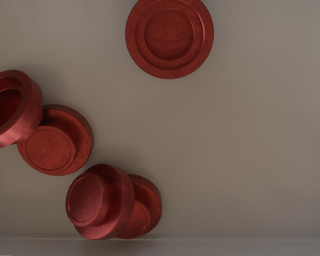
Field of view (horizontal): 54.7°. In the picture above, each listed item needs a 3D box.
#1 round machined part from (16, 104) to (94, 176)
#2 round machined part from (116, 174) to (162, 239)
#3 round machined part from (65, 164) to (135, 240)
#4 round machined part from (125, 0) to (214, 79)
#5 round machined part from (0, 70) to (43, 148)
[{"bbox_3d":[-0.141,0.021,0.409,0.099,0.042,0.097,0,110,0],"label":"round machined part"},{"bbox_3d":[-0.046,0.119,0.446,0.099,0.042,0.097,0,110,0],"label":"round machined part"},{"bbox_3d":[-0.084,0.095,0.405,0.098,0.098,0.042,-44,144,14],"label":"round machined part"},{"bbox_3d":[0.011,-0.109,0.362,0.099,0.042,0.097,0,110,0],"label":"round machined part"},{"bbox_3d":[-0.183,-0.019,0.375,0.098,0.098,0.042,-23,147,8],"label":"round machined part"}]
